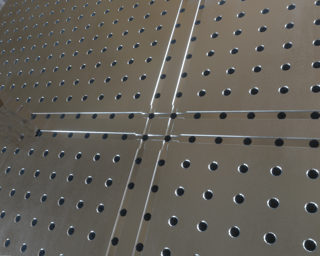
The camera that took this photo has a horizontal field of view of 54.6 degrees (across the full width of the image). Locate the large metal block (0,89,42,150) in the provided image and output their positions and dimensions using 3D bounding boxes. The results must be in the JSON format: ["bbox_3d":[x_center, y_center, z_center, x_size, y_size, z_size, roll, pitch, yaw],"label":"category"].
[{"bbox_3d":[-0.261,-0.019,0.524,0.050,0.080,0.080,-47,51,-4],"label":"large metal block"}]
